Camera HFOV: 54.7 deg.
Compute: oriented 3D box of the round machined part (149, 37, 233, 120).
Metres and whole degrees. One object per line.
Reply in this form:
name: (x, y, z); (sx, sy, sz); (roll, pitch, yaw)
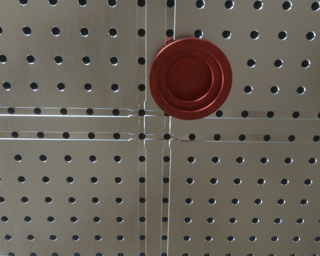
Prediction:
round machined part: (0.036, -0.062, 0.382); (0.099, 0.042, 0.097); (0, 110, -1)
